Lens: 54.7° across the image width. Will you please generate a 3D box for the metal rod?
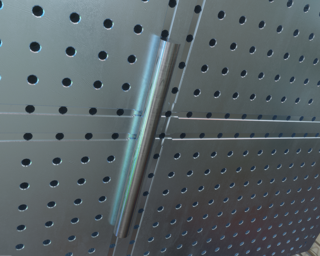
[{"bbox_3d":[-0.024,0.030,0.418,0.025,0.025,0.298,1,118,-29],"label":"metal rod"}]
